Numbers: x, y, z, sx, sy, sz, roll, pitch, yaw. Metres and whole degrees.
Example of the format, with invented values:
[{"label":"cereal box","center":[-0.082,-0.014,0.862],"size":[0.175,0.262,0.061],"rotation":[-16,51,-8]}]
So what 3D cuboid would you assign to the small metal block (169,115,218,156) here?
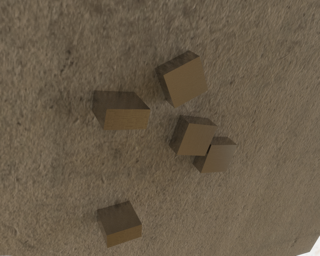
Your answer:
[{"label":"small metal block","center":[0.047,0.011,0.442],"size":[0.050,0.025,0.050],"rotation":[5,116,-31]}]

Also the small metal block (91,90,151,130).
[{"label":"small metal block","center":[-0.046,-0.021,0.354],"size":[0.050,0.050,0.025],"rotation":[-1,119,-28]}]

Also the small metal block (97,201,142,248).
[{"label":"small metal block","center":[-0.059,0.137,0.445],"size":[0.050,0.050,0.025],"rotation":[-11,123,-23]}]

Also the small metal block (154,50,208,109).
[{"label":"small metal block","center":[0.027,-0.061,0.386],"size":[0.050,0.025,0.050],"rotation":[-29,129,-10]}]

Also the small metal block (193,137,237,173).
[{"label":"small metal block","center":[0.085,0.041,0.481],"size":[0.050,0.025,0.050],"rotation":[1,118,-30]}]
